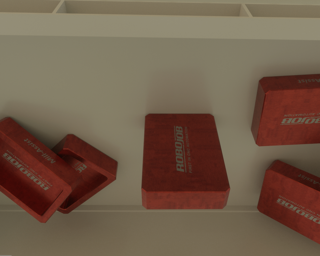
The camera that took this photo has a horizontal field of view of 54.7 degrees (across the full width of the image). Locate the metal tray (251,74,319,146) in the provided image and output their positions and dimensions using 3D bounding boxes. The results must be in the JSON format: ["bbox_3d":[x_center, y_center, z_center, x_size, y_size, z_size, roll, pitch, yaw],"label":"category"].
[{"bbox_3d":[0.189,-0.022,0.390,0.131,0.030,0.089,-3,130,2],"label":"metal tray"}]

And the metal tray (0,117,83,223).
[{"bbox_3d":[-0.181,0.059,0.419,0.130,0.030,0.090,40,118,-4],"label":"metal tray"}]

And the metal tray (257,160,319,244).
[{"bbox_3d":[0.213,0.112,0.447,0.130,0.030,0.089,25,131,33],"label":"metal tray"}]

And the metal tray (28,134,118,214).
[{"bbox_3d":[-0.139,0.074,0.466,0.130,0.030,0.090,-37,121,27],"label":"metal tray"}]

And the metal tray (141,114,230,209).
[{"bbox_3d":[0.026,0.034,0.369,0.091,0.130,0.030,0,130,-1],"label":"metal tray"}]
